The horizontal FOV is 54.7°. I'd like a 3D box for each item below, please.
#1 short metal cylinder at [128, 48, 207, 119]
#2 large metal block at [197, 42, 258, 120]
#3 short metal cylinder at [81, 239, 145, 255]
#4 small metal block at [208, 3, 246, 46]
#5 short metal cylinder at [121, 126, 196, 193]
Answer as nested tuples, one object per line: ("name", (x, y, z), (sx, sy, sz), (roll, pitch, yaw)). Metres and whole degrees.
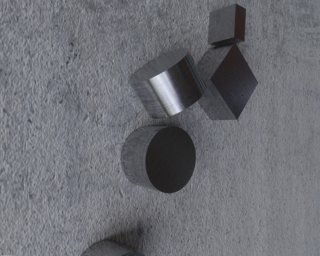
("short metal cylinder", (0.009, -0.055, 0.376), (0.080, 0.080, 0.050), (-45, 118, -30))
("large metal block", (0.094, -0.068, 0.467), (0.080, 0.050, 0.080), (50, 61, -29))
("short metal cylinder", (-0.052, 0.172, 0.345), (0.081, 0.050, 0.079), (0, 90, -40))
("small metal block", (0.102, -0.155, 0.473), (0.025, 0.050, 0.050), (6, 87, -40))
("short metal cylinder", (-0.001, 0.037, 0.388), (0.081, 0.050, 0.079), (0, 90, -40))
